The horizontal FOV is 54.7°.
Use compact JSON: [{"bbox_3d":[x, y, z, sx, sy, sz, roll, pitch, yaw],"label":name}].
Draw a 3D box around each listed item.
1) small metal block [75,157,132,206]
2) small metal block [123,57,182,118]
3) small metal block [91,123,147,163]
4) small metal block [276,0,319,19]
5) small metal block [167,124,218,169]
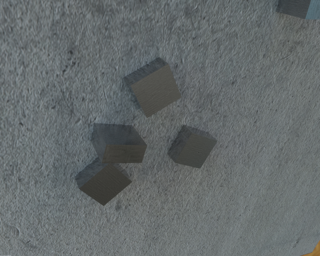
[{"bbox_3d":[-0.074,0.068,0.408,0.050,0.025,0.050,-40,130,-1],"label":"small metal block"},{"bbox_3d":[-0.008,-0.048,0.372,0.050,0.025,0.050,-32,129,-8],"label":"small metal block"},{"bbox_3d":[-0.051,0.018,0.374,0.050,0.050,0.025,3,117,-30],"label":"small metal block"},{"bbox_3d":[0.178,-0.166,0.385,0.025,0.050,0.050,-9,122,-24],"label":"small metal block"},{"bbox_3d":[0.047,0.028,0.449,0.050,0.025,0.050,17,109,-35],"label":"small metal block"}]
